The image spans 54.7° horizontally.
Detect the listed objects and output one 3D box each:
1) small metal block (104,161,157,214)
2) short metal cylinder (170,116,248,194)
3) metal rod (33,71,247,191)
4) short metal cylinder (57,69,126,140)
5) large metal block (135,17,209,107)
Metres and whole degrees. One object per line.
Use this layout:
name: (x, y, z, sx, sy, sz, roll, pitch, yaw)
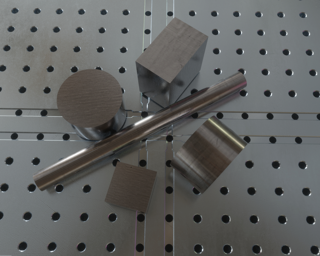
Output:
small metal block: (-0.034, 0.074, 0.381, 0.050, 0.025, 0.050, 14, 71, 5)
short metal cylinder: (0.058, 0.032, 0.368, 0.050, 0.080, 0.080, 42, 75, 13)
metal rod: (-0.018, 0.000, 0.408, 0.302, 0.025, 0.025, -27, 73, -10)
short metal cylinder: (-0.087, -0.029, 0.404, 0.081, 0.050, 0.080, 0, 70, 0)
large metal block: (0.015, -0.082, 0.409, 0.050, 0.080, 0.080, 35, 74, 11)
